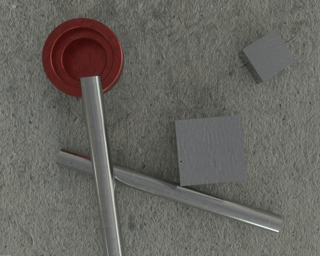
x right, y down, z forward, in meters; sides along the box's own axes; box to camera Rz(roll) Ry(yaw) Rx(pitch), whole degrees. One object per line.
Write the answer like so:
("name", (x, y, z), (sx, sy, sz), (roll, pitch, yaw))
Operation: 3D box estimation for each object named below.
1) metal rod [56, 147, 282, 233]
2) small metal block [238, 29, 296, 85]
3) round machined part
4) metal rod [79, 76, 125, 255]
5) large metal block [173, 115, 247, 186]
("metal rod", (0.013, 0.082, 0.410), (0.302, 0.025, 0.025), (17, 90, -1))
("small metal block", (0.141, -0.094, 0.412), (0.050, 0.025, 0.050), (-33, 90, -1))
("round machined part", (-0.095, -0.087, 0.400), (0.099, 0.042, 0.097), (0, 90, -1))
("metal rod", (-0.066, 0.086, 0.387), (0.025, 0.025, 0.298), (-6, 99, 0))
("large metal block", (0.061, 0.027, 0.398), (0.081, 0.050, 0.079), (-5, 90, -1))
